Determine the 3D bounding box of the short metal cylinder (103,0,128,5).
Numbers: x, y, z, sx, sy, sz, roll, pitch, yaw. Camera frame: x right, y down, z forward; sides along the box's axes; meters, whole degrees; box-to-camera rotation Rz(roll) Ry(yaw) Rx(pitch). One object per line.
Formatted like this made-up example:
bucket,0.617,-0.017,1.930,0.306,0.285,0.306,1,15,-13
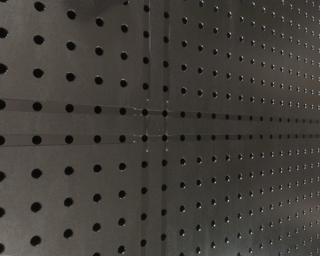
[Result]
short metal cylinder,-0.045,-0.184,0.337,0.050,0.080,0.080,-47,118,-30
